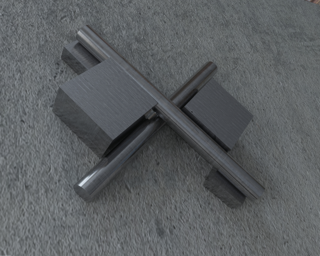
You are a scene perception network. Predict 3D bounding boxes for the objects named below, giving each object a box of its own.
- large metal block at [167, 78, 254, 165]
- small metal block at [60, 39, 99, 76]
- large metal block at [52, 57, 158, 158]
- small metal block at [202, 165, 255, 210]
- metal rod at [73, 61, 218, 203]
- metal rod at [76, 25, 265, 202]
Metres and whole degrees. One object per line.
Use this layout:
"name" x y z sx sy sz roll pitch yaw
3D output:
"large metal block" 0.071 -0.010 0.434 0.080 0.050 0.080 43 51 1
"small metal block" -0.094 -0.092 0.412 0.050 0.025 0.050 45 51 2
"large metal block" -0.065 -0.025 0.367 0.080 0.050 0.080 45 51 3
"small metal block" 0.092 0.070 0.412 0.050 0.025 0.050 40 51 -1
"metal rod" 0.002 -0.015 0.416 0.025 0.025 0.302 43 51 1
"metal rod" 0.012 -0.019 0.391 0.300 0.025 0.025 43 51 1
